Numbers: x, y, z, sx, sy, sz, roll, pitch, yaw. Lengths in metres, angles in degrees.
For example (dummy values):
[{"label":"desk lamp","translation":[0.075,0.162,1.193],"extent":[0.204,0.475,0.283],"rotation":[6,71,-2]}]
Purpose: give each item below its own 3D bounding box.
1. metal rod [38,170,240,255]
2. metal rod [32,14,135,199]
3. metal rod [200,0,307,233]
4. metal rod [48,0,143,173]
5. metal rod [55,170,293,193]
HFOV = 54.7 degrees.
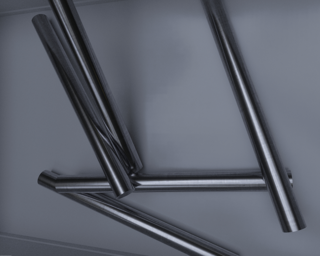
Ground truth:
[{"label":"metal rod","translation":[-0.042,0.122,0.424],"extent":[0.301,0.025,0.025],"rotation":[19,96,18]},{"label":"metal rod","translation":[-0.113,-0.042,0.426],"extent":[0.025,0.025,0.299],"rotation":[-36,71,16]},{"label":"metal rod","translation":[0.100,-0.034,0.358],"extent":[0.025,0.025,0.299],"rotation":[-20,77,18]},{"label":"metal rod","translation":[-0.085,-0.074,0.371],"extent":[0.025,0.025,0.298],"rotation":[-13,112,19]},{"label":"metal rod","translation":[0.006,0.070,0.396],"extent":[0.301,0.025,0.025],"rotation":[-4,89,15]}]
